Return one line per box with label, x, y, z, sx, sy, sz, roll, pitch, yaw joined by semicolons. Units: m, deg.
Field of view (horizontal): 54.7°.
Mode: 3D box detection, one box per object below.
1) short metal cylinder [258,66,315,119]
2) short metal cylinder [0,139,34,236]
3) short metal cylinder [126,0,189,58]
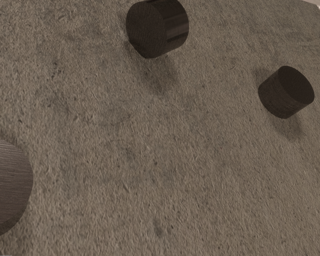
short metal cylinder;0.224;-0.063;0.550;0.081;0.050;0.080;14;56;-21
short metal cylinder;-0.157;0.054;0.271;0.081;0.050;0.080;14;56;-21
short metal cylinder;-0.004;-0.150;0.459;0.050;0.080;0.080;-34;81;-38
